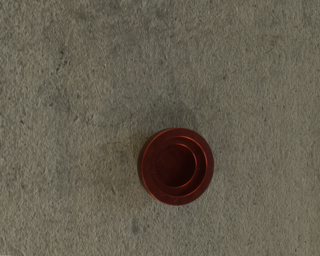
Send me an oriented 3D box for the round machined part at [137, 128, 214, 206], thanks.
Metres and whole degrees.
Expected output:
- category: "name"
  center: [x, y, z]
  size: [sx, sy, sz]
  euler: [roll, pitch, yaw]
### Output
- category: "round machined part"
  center: [0.017, 0.048, 0.406]
  size: [0.099, 0.042, 0.097]
  euler: [0, 90, -20]
